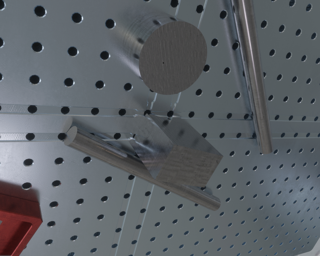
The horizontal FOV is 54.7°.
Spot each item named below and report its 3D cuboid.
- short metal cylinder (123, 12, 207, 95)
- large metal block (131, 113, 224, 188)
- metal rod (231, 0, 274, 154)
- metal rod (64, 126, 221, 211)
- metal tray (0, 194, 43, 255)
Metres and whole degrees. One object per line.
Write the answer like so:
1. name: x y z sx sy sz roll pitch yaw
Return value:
1. short metal cylinder: 0.005 -0.084 0.346 0.081 0.050 0.079 -14 124 -21
2. large metal block: 0.020 0.029 0.404 0.081 0.080 0.050 15 110 -35
3. metal rod: 0.134 -0.071 0.440 0.025 0.025 0.299 -31 129 -9
4. metal rod: -0.004 0.071 0.453 0.301 0.025 0.025 32 100 -38
5. metal tray: -0.217 0.140 0.375 0.090 0.030 0.130 28 103 -38
